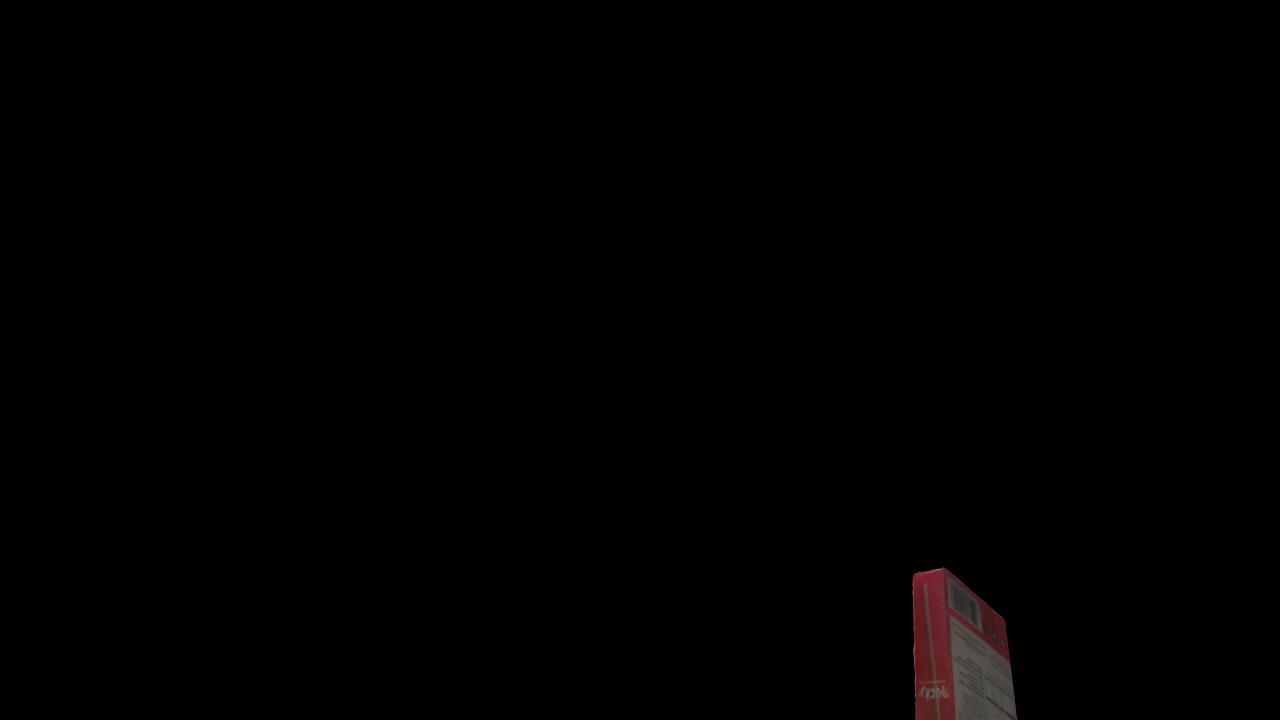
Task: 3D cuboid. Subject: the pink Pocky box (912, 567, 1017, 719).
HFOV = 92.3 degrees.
[{"bbox_3d":[0.222,0.232,0.418,0.084,0.155,0.029,39,-45,-18],"label":"pink Pocky box"}]
